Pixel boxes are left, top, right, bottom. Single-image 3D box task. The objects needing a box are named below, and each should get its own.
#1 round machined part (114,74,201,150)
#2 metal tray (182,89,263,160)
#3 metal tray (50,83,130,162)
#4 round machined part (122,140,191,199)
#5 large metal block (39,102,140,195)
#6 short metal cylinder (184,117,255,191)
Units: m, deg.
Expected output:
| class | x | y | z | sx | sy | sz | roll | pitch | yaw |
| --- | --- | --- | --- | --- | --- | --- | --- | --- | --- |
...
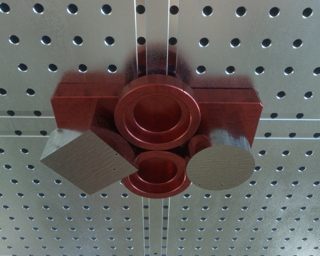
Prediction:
| class | x | y | z | sx | sy | sz | roll | pitch | yaw |
| --- | --- | --- | --- | --- | --- | --- | --- | --- | --- |
| round machined part | -0.003 | -0.022 | 0.369 | 0.099 | 0.042 | 0.097 | 0 | 130 | 0 |
| metal tray | 0.076 | 0.010 | 0.415 | 0.091 | 0.030 | 0.129 | 0 | 130 | -1 |
| metal tray | -0.083 | 0.004 | 0.410 | 0.091 | 0.030 | 0.129 | 0 | 130 | -2 |
| round machined part | -0.004 | 0.052 | 0.433 | 0.099 | 0.042 | 0.097 | 0 | 130 | 0 |
| large metal block | -0.081 | 0.028 | 0.378 | 0.080 | 0.050 | 0.080 | -30 | 124 | 23 |
| short metal cylinder | 0.071 | 0.032 | 0.383 | 0.081 | 0.050 | 0.079 | 0 | 130 | 0 |
